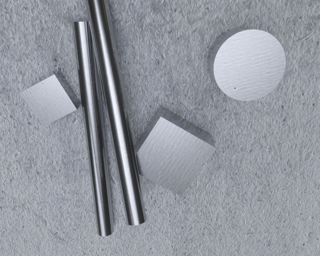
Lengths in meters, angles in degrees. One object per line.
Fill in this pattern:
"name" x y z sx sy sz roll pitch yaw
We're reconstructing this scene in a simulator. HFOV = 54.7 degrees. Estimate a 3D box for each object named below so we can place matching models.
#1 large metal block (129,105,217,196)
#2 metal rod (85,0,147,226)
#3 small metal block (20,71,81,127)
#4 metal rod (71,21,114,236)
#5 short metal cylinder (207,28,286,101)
"large metal block" 0.014 0.029 0.407 0.080 0.050 0.080 30 107 -11
"metal rod" -0.053 -0.031 0.363 0.025 0.025 0.298 -9 97 3
"small metal block" -0.138 -0.037 0.394 0.050 0.025 0.050 -26 108 9
"metal rod" -0.086 0.015 0.414 0.025 0.025 0.298 -2 110 0
"short metal cylinder" 0.100 -0.077 0.369 0.081 0.050 0.079 0 110 -1
